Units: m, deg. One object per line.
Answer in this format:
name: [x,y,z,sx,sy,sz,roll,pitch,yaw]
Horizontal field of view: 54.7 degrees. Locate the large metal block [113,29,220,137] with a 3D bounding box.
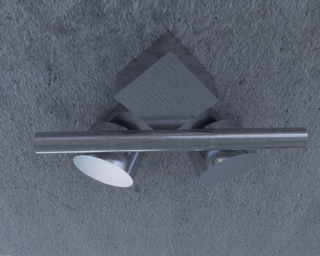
large metal block: [0.007,-0.047,0.350,0.080,0.050,0.080,-35,122,25]

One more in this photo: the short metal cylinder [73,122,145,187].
short metal cylinder: [-0.064,0.036,0.403,0.080,0.050,0.080,15,149,10]

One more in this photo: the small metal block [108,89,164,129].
small metal block: [-0.030,-0.014,0.397,0.050,0.025,0.050,-36,122,25]

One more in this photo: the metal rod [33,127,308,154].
metal rod: [0.011,0.014,0.353,0.302,0.025,0.025,-1,130,0]

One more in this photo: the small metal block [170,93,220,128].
small metal block: [0.043,-0.012,0.398,0.050,0.025,0.050,-36,122,26]

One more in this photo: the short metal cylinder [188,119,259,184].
short metal cylinder: [0.079,0.032,0.402,0.081,0.050,0.080,-15,150,-9]
